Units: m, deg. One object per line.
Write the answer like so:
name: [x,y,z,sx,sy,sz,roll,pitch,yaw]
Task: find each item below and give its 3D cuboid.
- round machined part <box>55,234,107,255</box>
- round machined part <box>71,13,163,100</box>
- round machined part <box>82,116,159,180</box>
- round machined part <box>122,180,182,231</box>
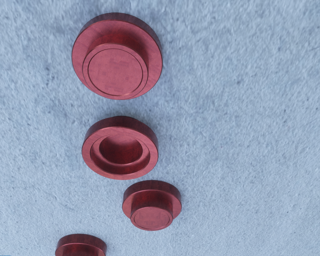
round machined part: [-0.157,0.253,0.609,0.099,0.042,0.097,-1,130,0]
round machined part: [-0.046,-0.069,0.336,0.099,0.042,0.097,-1,130,0]
round machined part: [-0.051,0.022,0.414,0.099,0.042,0.097,-1,130,0]
round machined part: [-0.013,0.133,0.509,0.099,0.042,0.097,-1,130,0]
